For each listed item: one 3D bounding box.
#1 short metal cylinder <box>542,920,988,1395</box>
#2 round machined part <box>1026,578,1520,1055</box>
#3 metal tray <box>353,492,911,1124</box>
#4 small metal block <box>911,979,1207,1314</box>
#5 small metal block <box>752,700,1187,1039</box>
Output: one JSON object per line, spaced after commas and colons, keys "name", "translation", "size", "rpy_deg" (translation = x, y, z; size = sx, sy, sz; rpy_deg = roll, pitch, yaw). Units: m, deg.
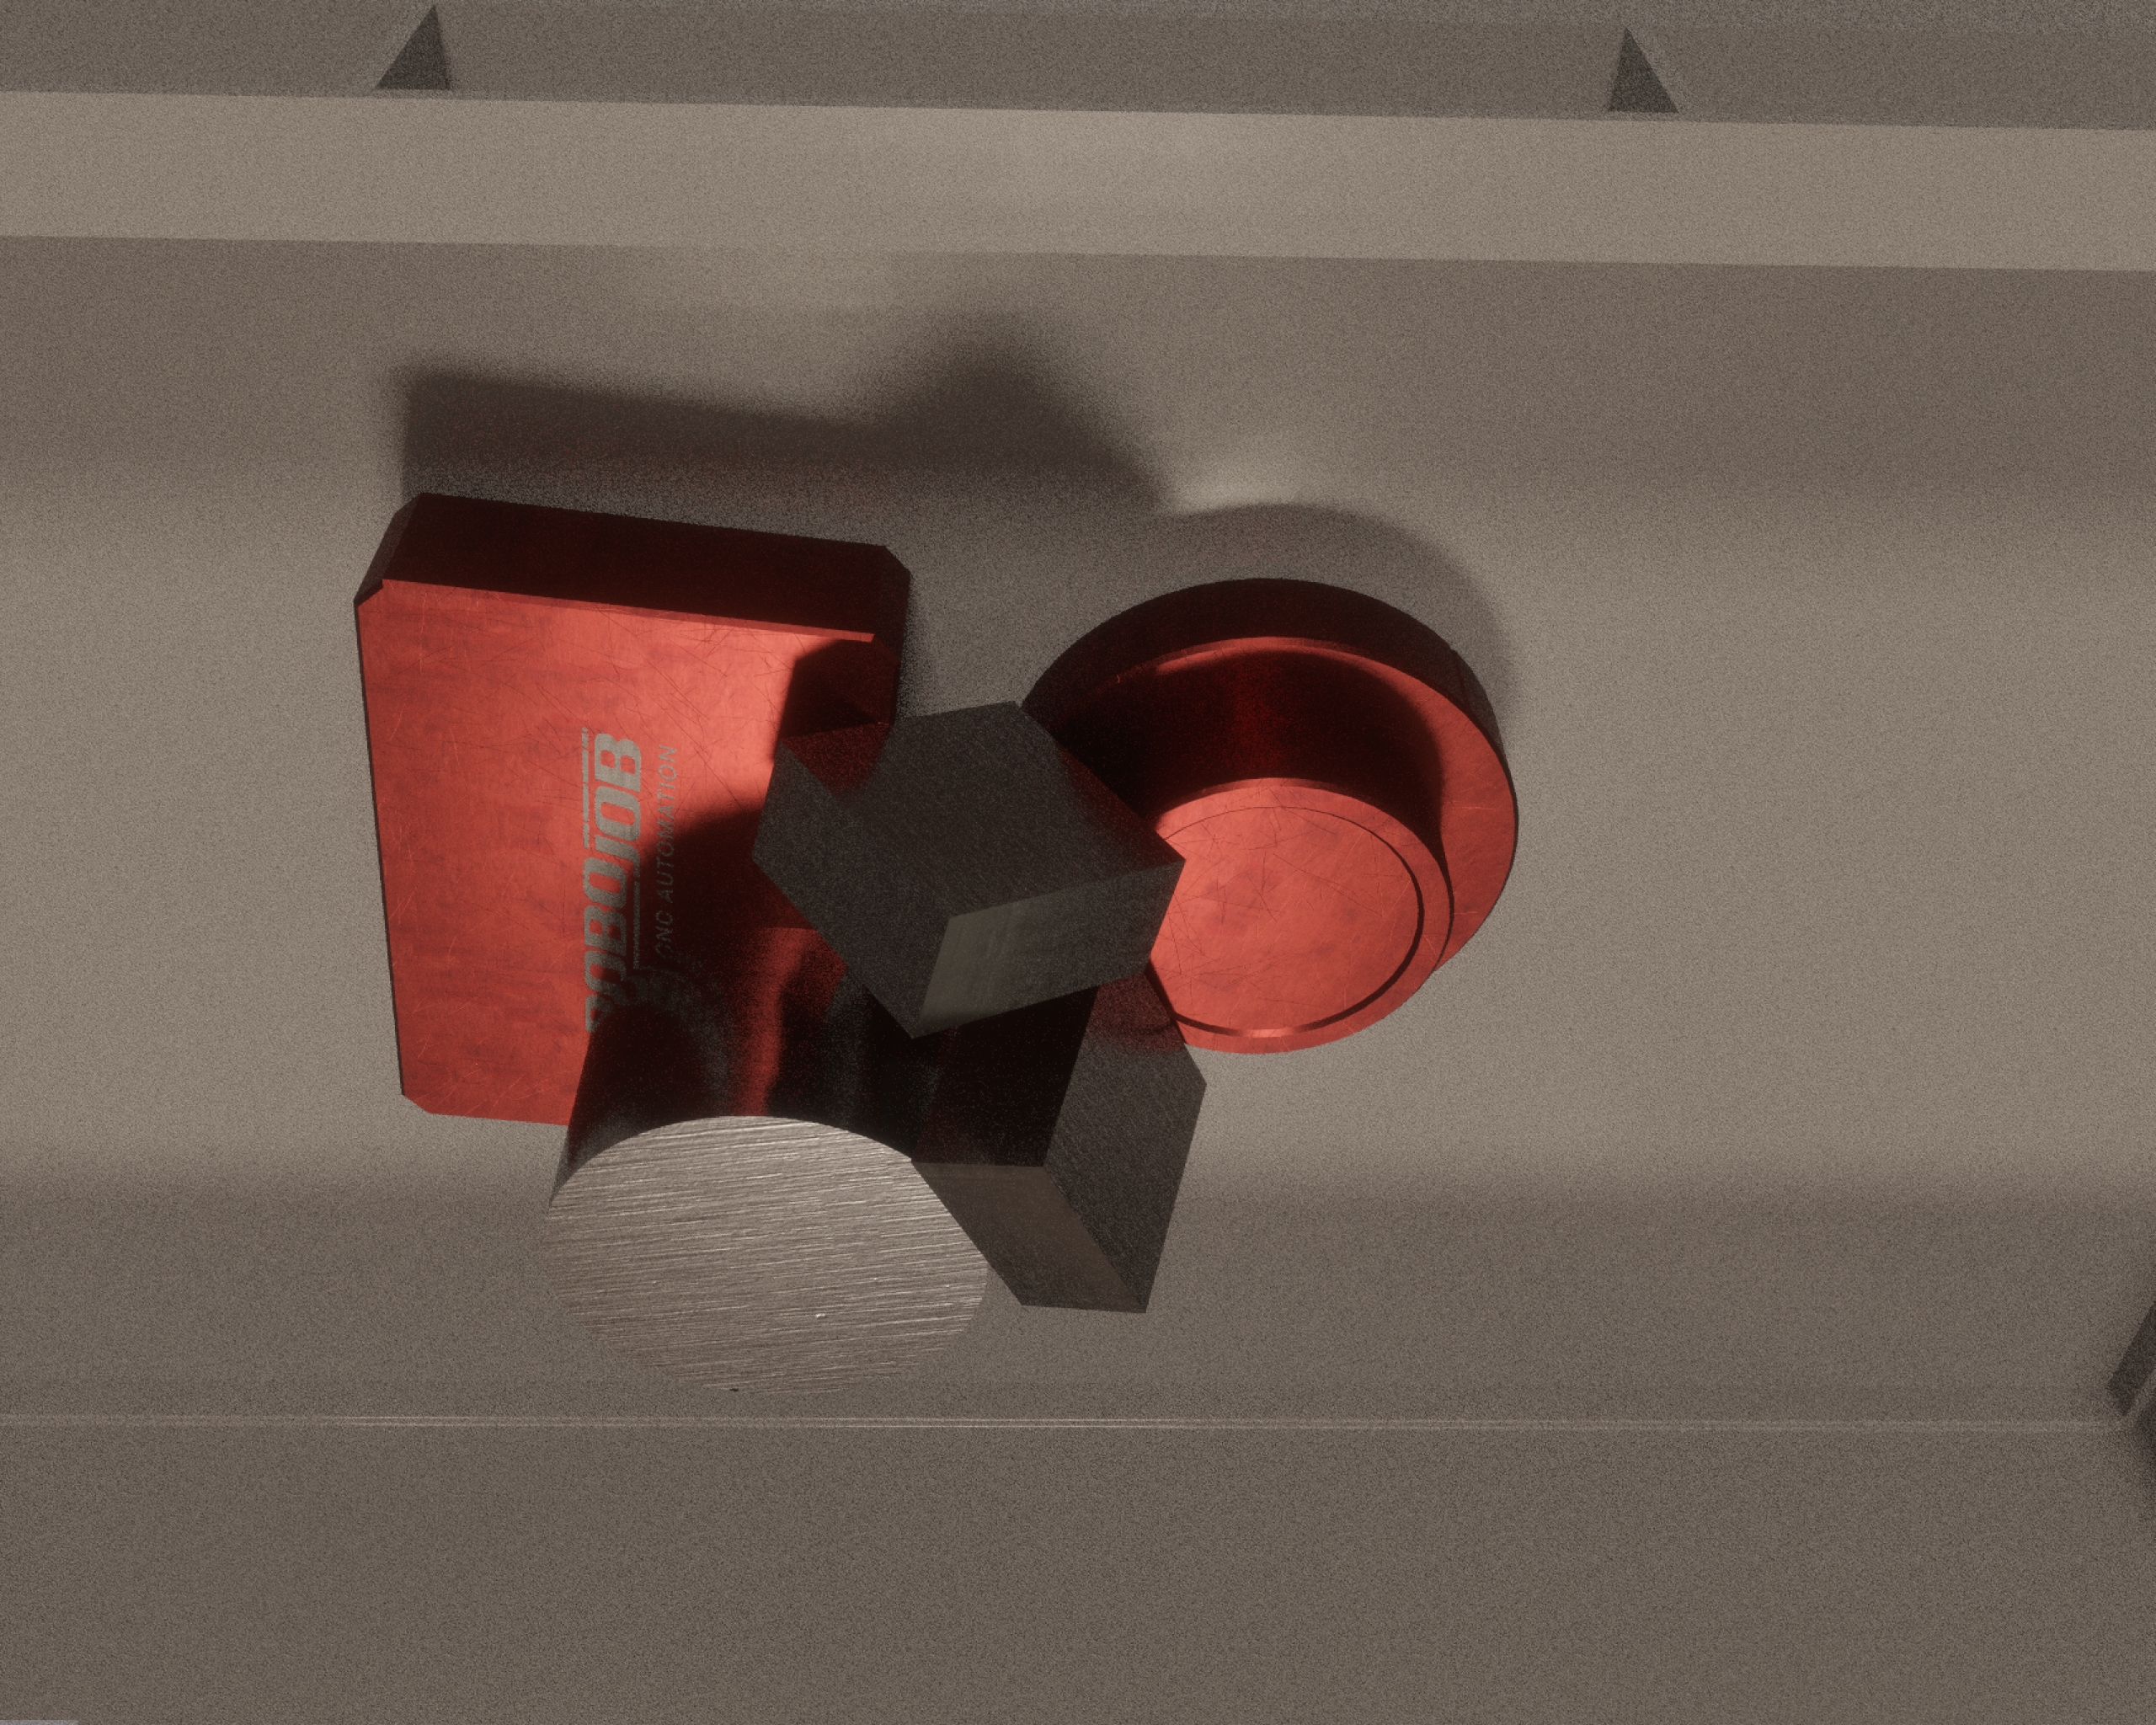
{"name": "short metal cylinder", "translation": [-0.057, 0.057, 0.399], "size": [0.081, 0.050, 0.079], "rpy_deg": [0, 130, 0]}
{"name": "round machined part", "translation": [0.034, -0.002, 0.395], "size": [0.099, 0.042, 0.097], "rpy_deg": [-1, 130, 0]}
{"name": "metal tray", "translation": [-0.083, -0.003, 0.397], "size": [0.091, 0.030, 0.129], "rpy_deg": [6, 130, -6]}
{"name": "small metal block", "translation": [-0.002, 0.047, 0.379], "size": [0.025, 0.050, 0.050], "rpy_deg": [-2, 140, 26]}
{"name": "small metal block", "translation": [-0.019, -0.001, 0.356], "size": [0.050, 0.050, 0.025], "rpy_deg": [-13, 135, -39]}
